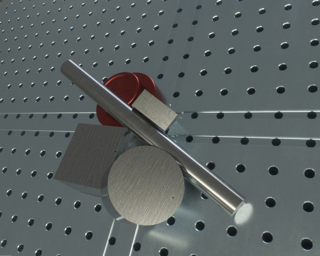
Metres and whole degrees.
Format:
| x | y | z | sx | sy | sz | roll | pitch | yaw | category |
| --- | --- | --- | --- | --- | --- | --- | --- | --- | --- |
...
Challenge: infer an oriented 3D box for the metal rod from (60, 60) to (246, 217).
| x | y | z | sx | sy | sz | roll | pitch | yaw | category |
| --- | --- | --- | --- | --- | --- | --- | --- | --- | --- |
| -0.026 | -0.003 | 0.381 | 0.300 | 0.025 | 0.025 | 38 | 83 | 25 | metal rod |

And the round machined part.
| x | y | z | sx | sy | sz | roll | pitch | yaw | category |
| --- | --- | --- | --- | --- | --- | --- | --- | --- | --- |
| -0.051 | -0.042 | 0.448 | 0.098 | 0.042 | 0.098 | -13 | 56 | 20 | round machined part |

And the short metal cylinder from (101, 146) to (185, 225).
| x | y | z | sx | sy | sz | roll | pitch | yaw | category |
| --- | --- | --- | --- | --- | --- | --- | --- | --- | --- |
| -0.020 | 0.063 | 0.335 | 0.081 | 0.050 | 0.080 | 6 | 72 | -18 | short metal cylinder |

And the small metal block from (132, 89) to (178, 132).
| x | y | z | sx | sy | sz | roll | pitch | yaw | category |
| --- | --- | --- | --- | --- | --- | --- | --- | --- | --- |
| -0.006 | -0.019 | 0.394 | 0.050 | 0.050 | 0.025 | 38 | 85 | 4 | small metal block |

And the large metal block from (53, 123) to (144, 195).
| x | y | z | sx | sy | sz | roll | pitch | yaw | category |
| --- | --- | --- | --- | --- | --- | --- | --- | --- | --- |
| -0.076 | 0.043 | 0.401 | 0.080 | 0.050 | 0.080 | 5 | 64 | 30 | large metal block |
